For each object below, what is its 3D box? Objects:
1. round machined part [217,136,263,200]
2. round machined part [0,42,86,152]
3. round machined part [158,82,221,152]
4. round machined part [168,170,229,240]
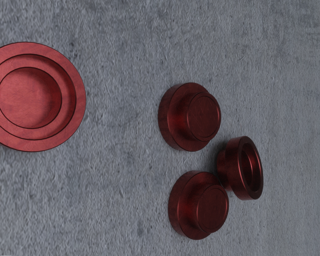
[{"bbox_3d":[0.123,0.064,0.484,0.098,0.042,0.098,25,58,-48],"label":"round machined part"},{"bbox_3d":[-0.124,-0.027,0.290,0.099,0.042,0.097,0,90,-40],"label":"round machined part"},{"bbox_3d":[0.048,-0.015,0.434,0.099,0.042,0.097,0,90,-40],"label":"round machined part"},{"bbox_3d":[0.062,0.112,0.446,0.099,0.042,0.097,0,90,-40],"label":"round machined part"}]
